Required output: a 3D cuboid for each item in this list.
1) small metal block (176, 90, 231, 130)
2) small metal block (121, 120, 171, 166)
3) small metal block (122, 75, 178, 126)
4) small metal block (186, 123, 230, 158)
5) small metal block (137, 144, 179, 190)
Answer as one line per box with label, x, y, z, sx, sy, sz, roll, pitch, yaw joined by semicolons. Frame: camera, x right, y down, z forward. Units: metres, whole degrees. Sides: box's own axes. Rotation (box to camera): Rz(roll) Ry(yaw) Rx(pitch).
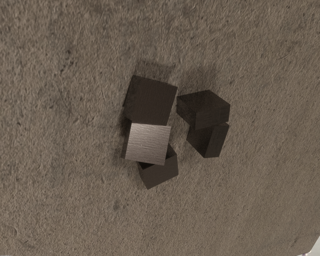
small metal block;0.056;-0.025;0.407;0.050;0.050;0.025;-14;124;-21
small metal block;-0.018;0.018;0.389;0.050;0.025;0.050;12;85;-18
small metal block;-0.012;-0.033;0.376;0.050;0.025;0.050;9;104;-33
small metal block;0.065;0.007;0.433;0.025;0.050;0.050;-1;119;-28
small metal block;-0.003;0.054;0.434;0.050;0.025;0.050;-24;140;-14
